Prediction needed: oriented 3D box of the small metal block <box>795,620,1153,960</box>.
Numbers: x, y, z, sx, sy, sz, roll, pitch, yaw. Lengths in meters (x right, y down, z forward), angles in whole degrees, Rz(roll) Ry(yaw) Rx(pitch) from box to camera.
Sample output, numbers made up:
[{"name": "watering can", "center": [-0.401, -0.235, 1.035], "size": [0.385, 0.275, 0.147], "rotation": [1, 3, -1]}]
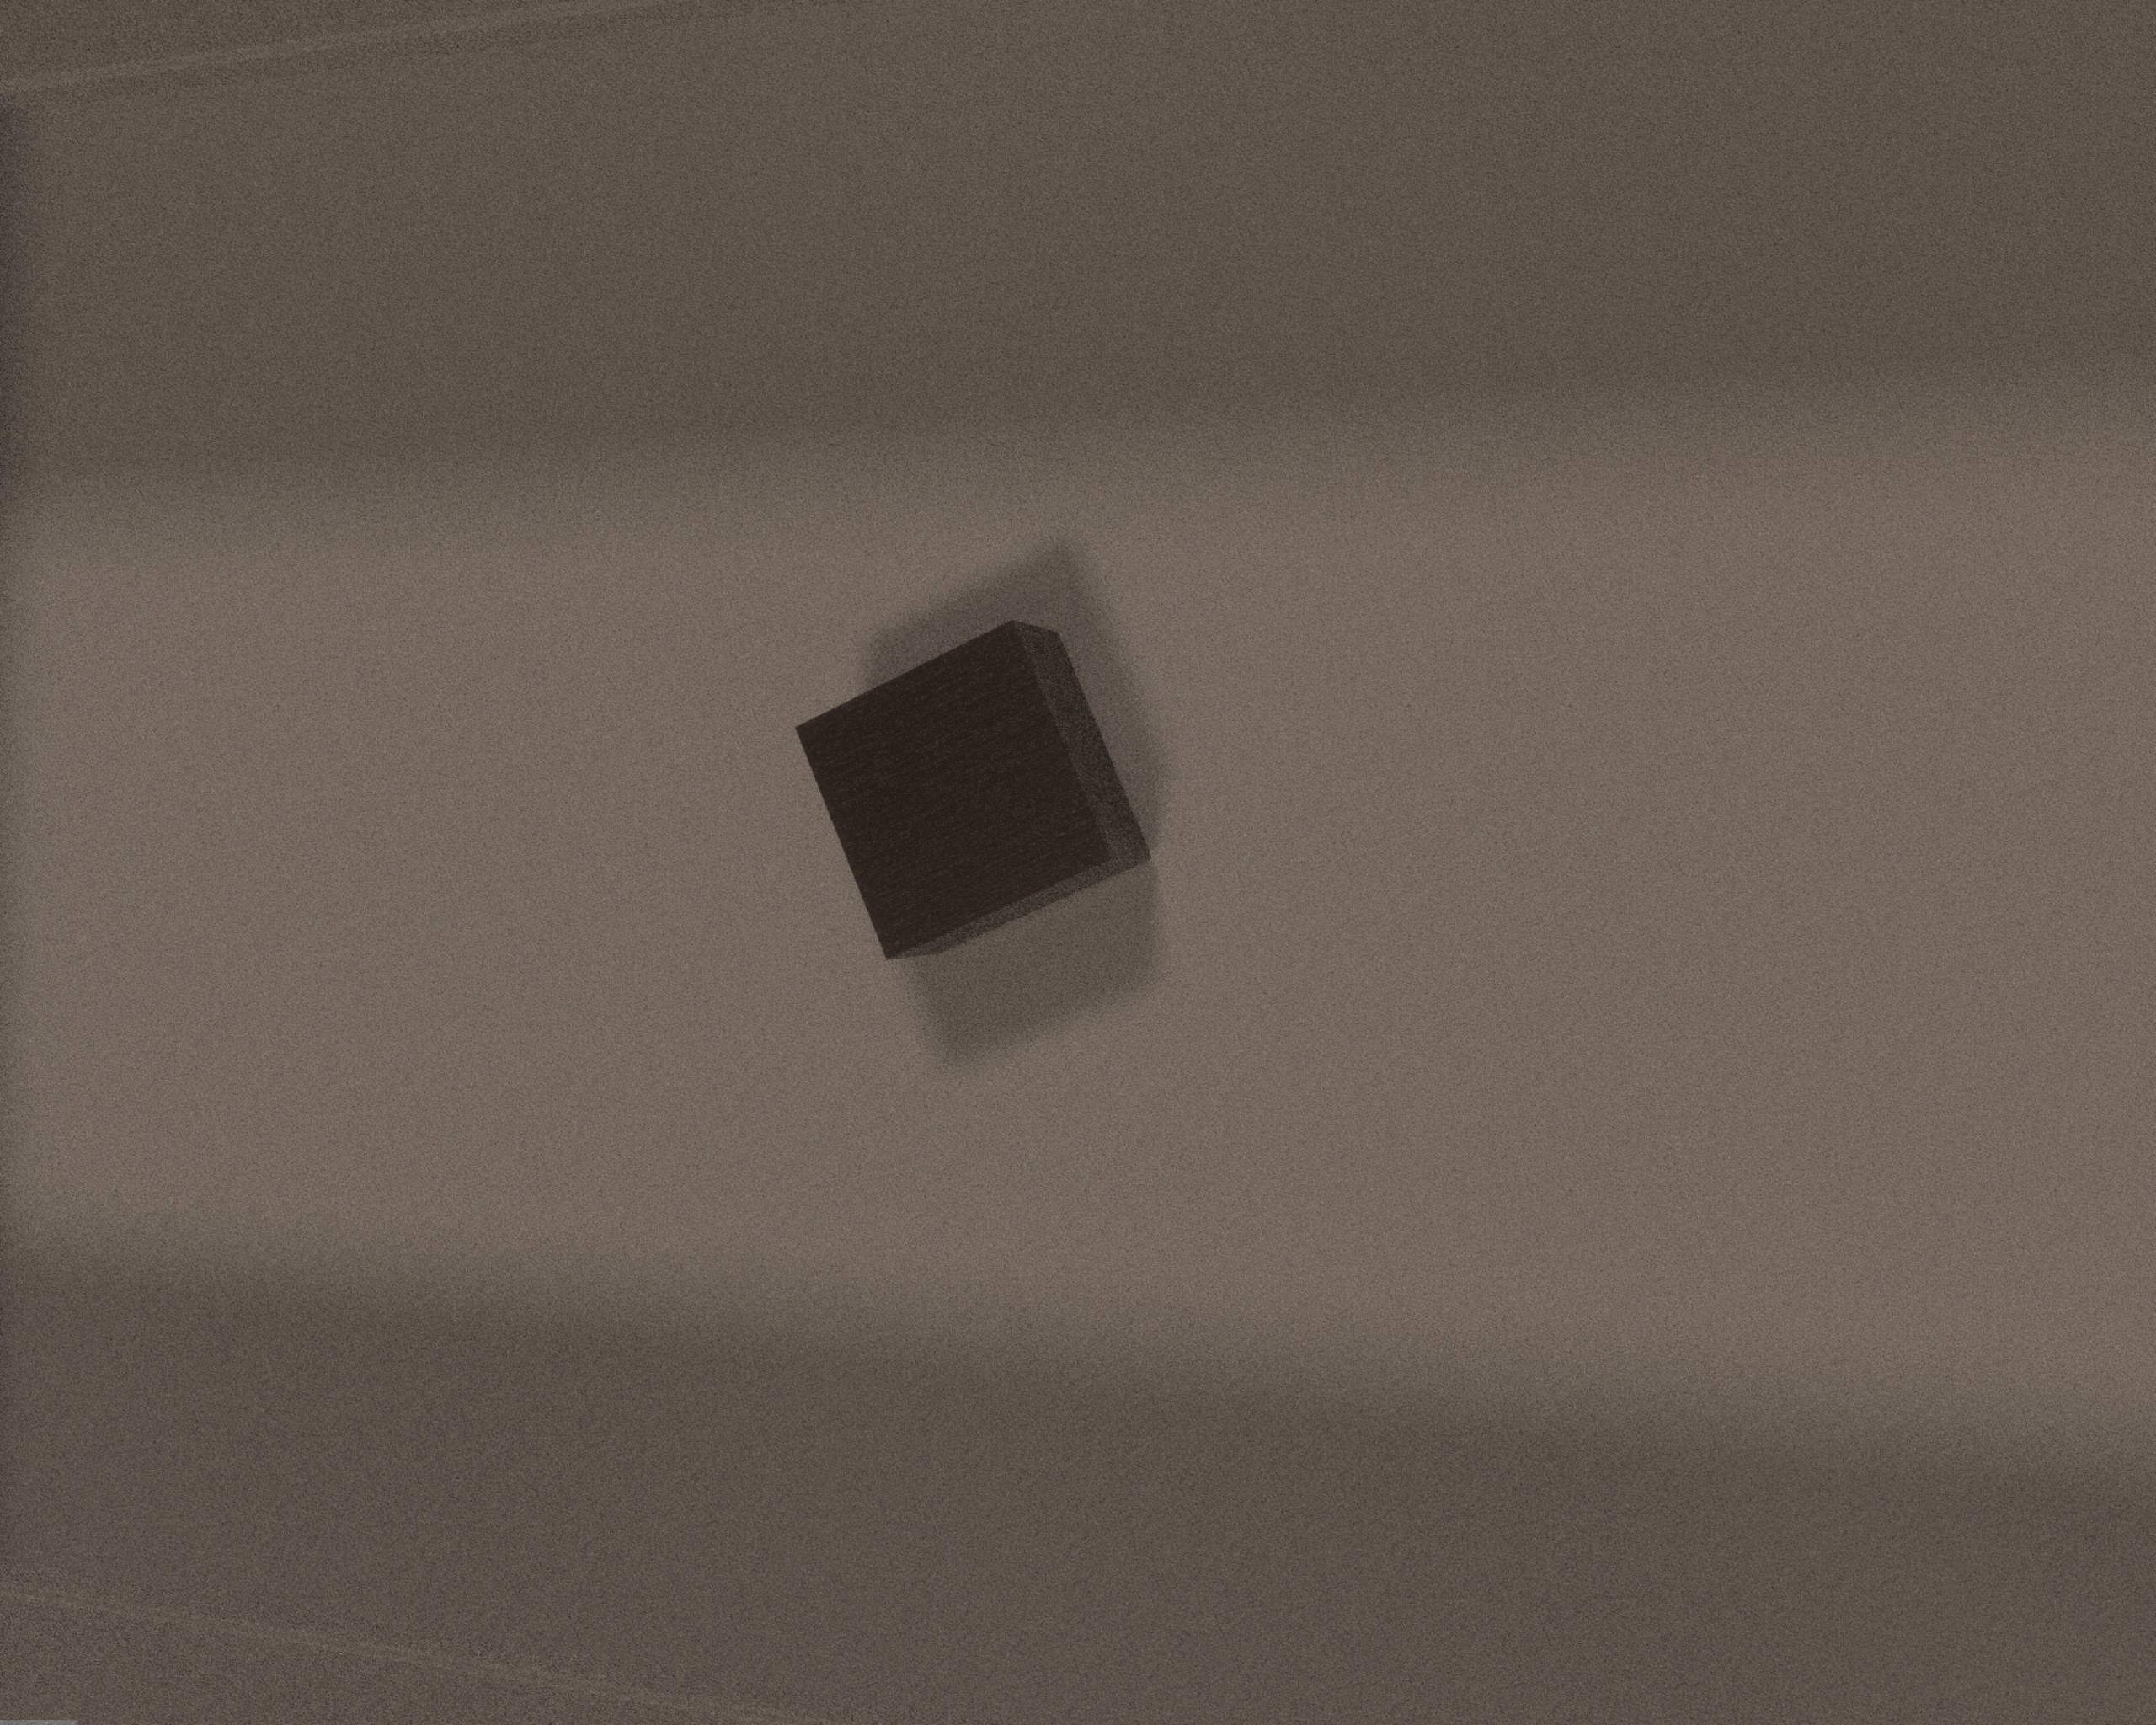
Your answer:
[{"name": "small metal block", "center": [-0.021, -0.014, 0.413], "size": [0.050, 0.025, 0.050], "rotation": [-24, 82, 18]}]
